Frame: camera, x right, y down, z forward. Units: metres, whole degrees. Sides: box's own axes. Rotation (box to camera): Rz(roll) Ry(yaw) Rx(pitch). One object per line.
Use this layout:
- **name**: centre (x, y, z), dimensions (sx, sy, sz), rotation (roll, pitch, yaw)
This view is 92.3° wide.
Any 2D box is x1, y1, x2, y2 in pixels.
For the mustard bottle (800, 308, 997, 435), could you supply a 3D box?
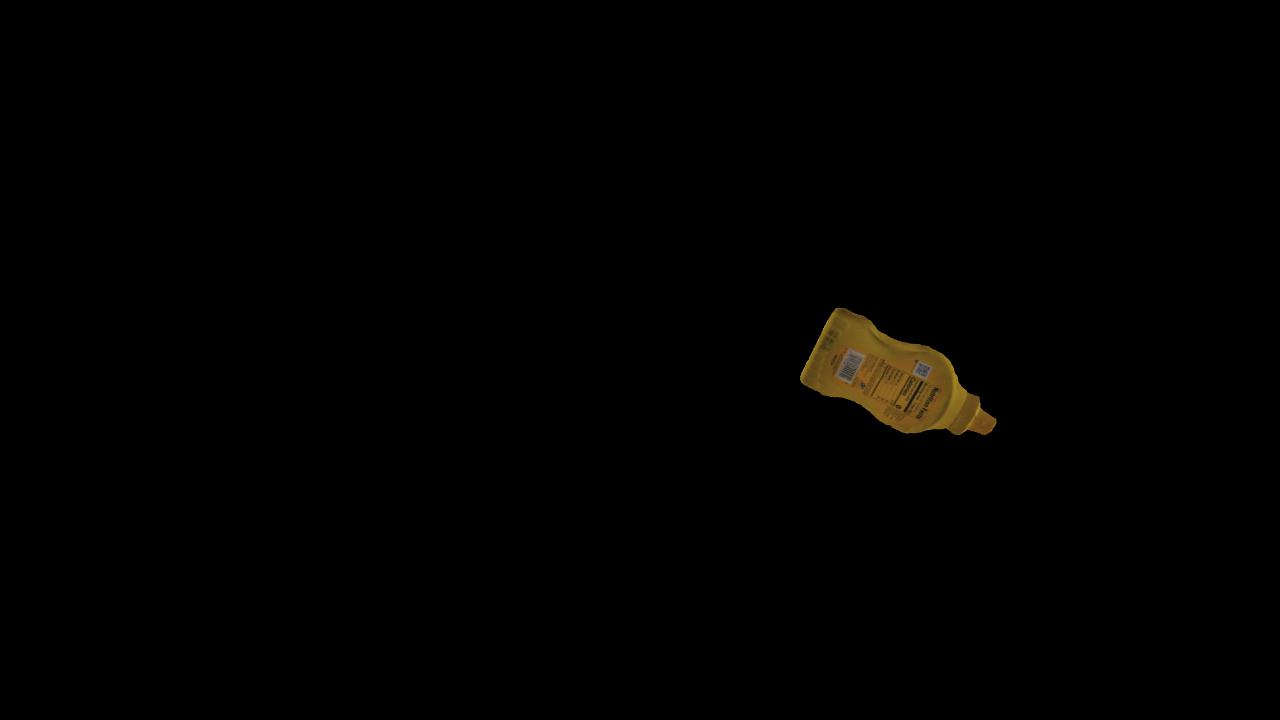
- **mustard bottle**: centre (0.263, 0.025, 0.620), dimensions (0.184, 0.092, 0.054), rotation (28, 19, 18)
